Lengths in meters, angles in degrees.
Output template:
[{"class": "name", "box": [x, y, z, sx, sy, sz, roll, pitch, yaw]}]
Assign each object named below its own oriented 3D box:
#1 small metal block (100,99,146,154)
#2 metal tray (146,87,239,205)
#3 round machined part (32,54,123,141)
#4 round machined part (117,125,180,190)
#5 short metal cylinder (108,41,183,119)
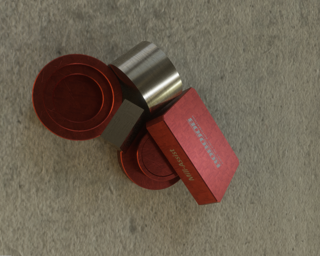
[{"class": "small metal block", "box": [-0.041, 0.000, 0.364, 0.025, 0.050, 0.050, 31, 79, 7]}, {"class": "metal tray", "box": [0.048, 0.022, 0.403, 0.130, 0.030, 0.090, 56, 42, -12]}, {"class": "round machined part", "box": [-0.097, -0.034, 0.366, 0.099, 0.042, 0.097, 0, 90, -21]}, {"class": "round machined part", "box": [-0.002, 0.032, 0.401, 0.099, 0.042, 0.097, 0, 90, -21]}, {"class": "short metal cylinder", "box": [-0.019, -0.057, 0.376, 0.050, 0.080, 0.080, -40, 103, -16]}]
